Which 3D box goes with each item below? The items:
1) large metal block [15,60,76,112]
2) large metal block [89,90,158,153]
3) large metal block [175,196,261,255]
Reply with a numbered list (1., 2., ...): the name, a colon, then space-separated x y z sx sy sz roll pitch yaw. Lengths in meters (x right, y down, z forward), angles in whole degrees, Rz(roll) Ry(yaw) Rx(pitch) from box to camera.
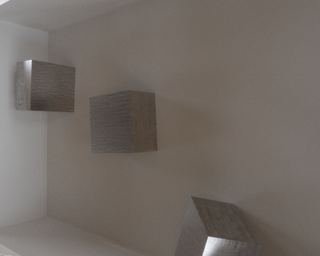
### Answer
1. large metal block: -0.196 -0.069 0.533 0.050 0.081 0.079 4 93 40
2. large metal block: -0.052 -0.006 0.434 0.080 0.050 0.080 -4 87 40
3. large metal block: 0.053 0.128 0.320 0.080 0.050 0.079 -113 36 -76
